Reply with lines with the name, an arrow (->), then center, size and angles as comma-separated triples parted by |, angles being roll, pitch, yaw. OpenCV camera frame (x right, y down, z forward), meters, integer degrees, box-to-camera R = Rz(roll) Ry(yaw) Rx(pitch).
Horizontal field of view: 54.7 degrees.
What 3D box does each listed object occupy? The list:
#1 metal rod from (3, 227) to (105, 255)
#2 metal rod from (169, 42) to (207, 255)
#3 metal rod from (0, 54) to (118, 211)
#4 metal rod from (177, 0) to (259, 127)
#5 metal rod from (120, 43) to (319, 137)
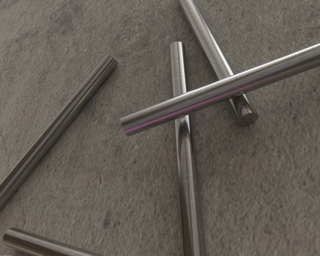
metal rod -> -0.068, 0.154, 0.343 | 0.300, 0.025, 0.025 | 3, 63, 29
metal rod -> 0.030, 0.007, 0.382 | 0.025, 0.025, 0.299 | -15, 56, 19
metal rod -> -0.167, 0.005, 0.485 | 0.025, 0.025, 0.300 | 28, 77, 37
metal rod -> 0.067, -0.125, 0.444 | 0.025, 0.025, 0.299 | -25, 53, 12
metal rod -> 0.100, -0.053, 0.353 | 0.301, 0.025, 0.025 | -20, 54, 4
